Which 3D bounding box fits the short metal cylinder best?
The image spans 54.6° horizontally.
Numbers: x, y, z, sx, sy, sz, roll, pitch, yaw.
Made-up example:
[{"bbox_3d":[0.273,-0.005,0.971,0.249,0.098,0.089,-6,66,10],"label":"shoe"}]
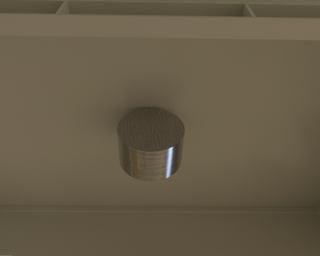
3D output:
[{"bbox_3d":[-0.011,0.019,0.385,0.080,0.080,0.050,1,130,-1],"label":"short metal cylinder"}]
